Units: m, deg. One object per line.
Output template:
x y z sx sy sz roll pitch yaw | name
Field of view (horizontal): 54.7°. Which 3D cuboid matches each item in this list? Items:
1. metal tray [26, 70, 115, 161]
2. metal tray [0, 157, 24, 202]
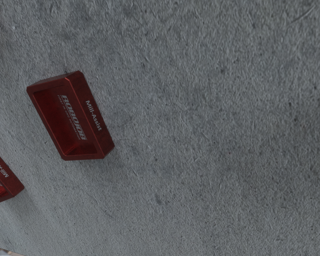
-0.133 -0.014 0.464 0.090 0.030 0.129 -6 116 31 | metal tray
-0.355 0.094 0.648 0.090 0.030 0.130 -23 106 36 | metal tray
